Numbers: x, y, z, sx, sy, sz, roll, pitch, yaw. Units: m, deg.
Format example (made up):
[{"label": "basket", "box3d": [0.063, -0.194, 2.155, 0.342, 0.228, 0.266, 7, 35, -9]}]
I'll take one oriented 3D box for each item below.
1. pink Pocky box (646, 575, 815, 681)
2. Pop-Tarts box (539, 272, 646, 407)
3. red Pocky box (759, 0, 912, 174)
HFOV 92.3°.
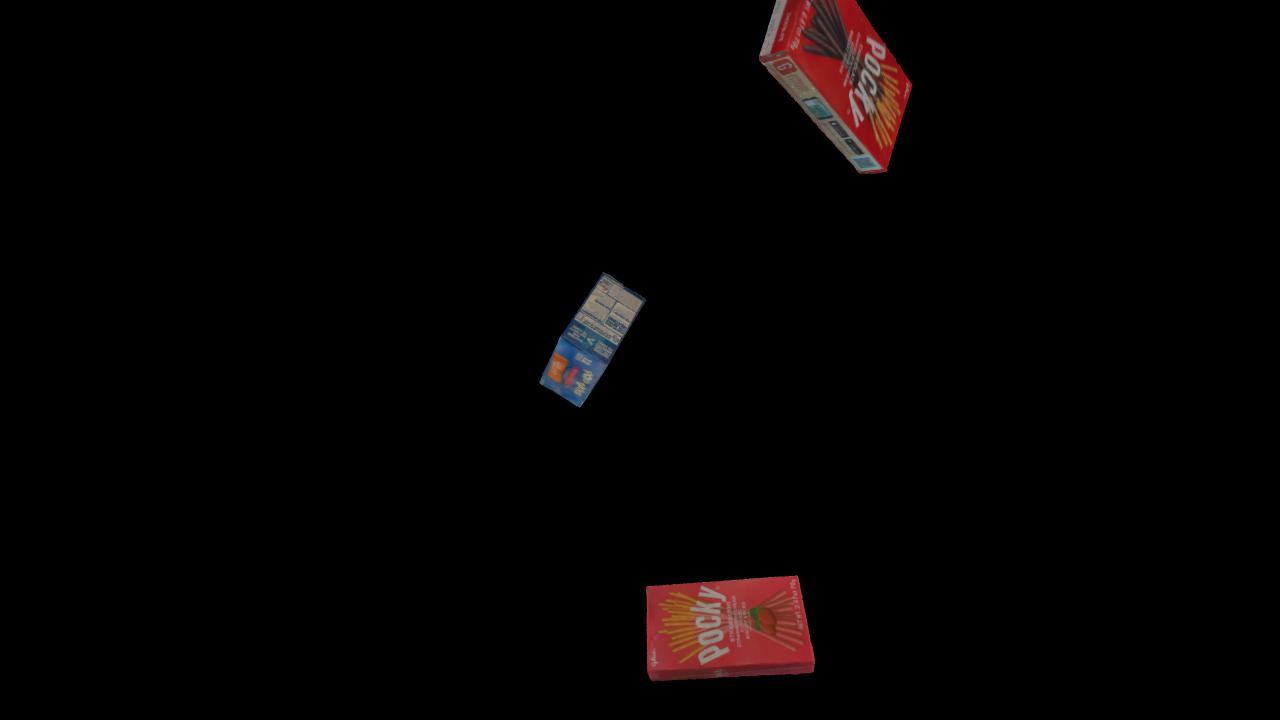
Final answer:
[{"label": "pink Pocky box", "box3d": [0.083, 0.258, 0.594, 0.155, 0.029, 0.084, -6, 44, 6]}, {"label": "Pop-Tarts box", "box3d": [-0.077, -0.028, 0.967, 0.083, 0.141, 0.167, 31, -32, -4]}, {"label": "red Pocky box", "box3d": [0.152, -0.215, 0.460, 0.155, 0.083, 0.028, 25, -11, -40]}]
